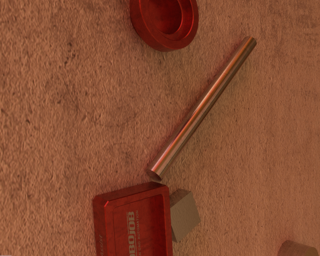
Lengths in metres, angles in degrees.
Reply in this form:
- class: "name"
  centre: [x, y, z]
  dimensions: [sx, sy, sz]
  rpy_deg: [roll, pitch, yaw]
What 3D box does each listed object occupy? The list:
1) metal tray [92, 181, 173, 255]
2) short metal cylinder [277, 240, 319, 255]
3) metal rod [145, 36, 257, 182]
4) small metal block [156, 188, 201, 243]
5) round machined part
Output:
- class: "metal tray"
  centre: [-0.029, 0.138, 0.375]
  dimensions: [0.091, 0.030, 0.129]
  rpy_deg: [-7, 96, -38]
- class: "short metal cylinder"
  centre: [0.280, 0.275, 0.628]
  dimensions: [0.081, 0.050, 0.079]
  rpy_deg: [0, 90, -40]
- class: "metal rod"
  centre: [0.074, -0.044, 0.469]
  dimensions: [0.301, 0.025, 0.025]
  rpy_deg: [-52, 121, -27]
- class: "small metal block"
  centre: [0.025, 0.120, 0.429]
  dimensions: [0.050, 0.025, 0.050]
  rpy_deg: [-30, 109, -36]
- class: "round machined part"
  centre: [0.001, -0.146, 0.396]
  dimensions: [0.099, 0.042, 0.097]
  rpy_deg: [0, 90, -40]
